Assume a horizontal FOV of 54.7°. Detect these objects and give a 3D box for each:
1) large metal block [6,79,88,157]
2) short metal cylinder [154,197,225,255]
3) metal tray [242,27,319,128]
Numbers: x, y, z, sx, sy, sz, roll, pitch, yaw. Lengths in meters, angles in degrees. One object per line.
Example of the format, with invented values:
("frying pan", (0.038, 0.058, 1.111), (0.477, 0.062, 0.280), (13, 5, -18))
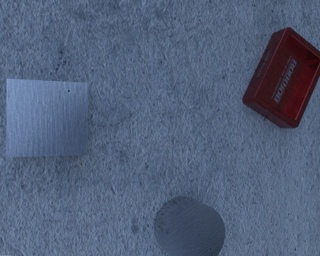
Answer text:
("large metal block", (-0.126, -0.010, 0.349), (0.081, 0.050, 0.079), (0, 90, -20))
("short metal cylinder", (0.038, 0.135, 0.410), (0.081, 0.050, 0.079), (0, 90, -20))
("metal tray", (0.193, -0.075, 0.477), (0.090, 0.030, 0.130), (30, 80, -18))
